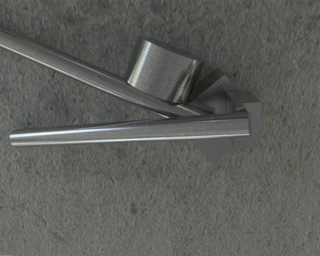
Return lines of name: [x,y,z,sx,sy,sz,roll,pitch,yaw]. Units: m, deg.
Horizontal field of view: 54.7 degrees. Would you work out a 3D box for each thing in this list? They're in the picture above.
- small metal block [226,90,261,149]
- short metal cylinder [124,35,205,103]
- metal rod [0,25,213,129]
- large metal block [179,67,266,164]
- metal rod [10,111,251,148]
small metal block: [0.090,-0.011,0.339,0.025,0.050,0.050,-4,110,2]
short metal cylinder: [0.005,-0.068,0.358,0.080,0.080,0.050,20,109,-8]
metal rod: [-0.076,-0.059,0.358,0.301,0.025,0.025,23,109,3]
large metal block: [0.070,-0.016,0.391,0.080,0.050,0.080,-39,105,14]
metal rod: [-0.052,0.005,0.355,0.301,0.025,0.025,-4,112,23]
